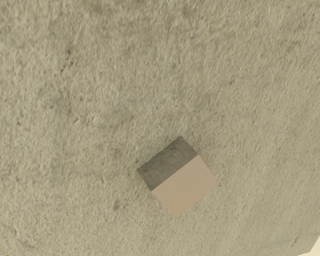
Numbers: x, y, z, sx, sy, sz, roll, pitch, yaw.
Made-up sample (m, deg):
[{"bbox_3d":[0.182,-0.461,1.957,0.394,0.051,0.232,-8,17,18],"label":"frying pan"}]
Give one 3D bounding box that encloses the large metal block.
[{"bbox_3d":[0.027,0.072,0.452,0.080,0.050,0.080,-38,130,-3],"label":"large metal block"}]
